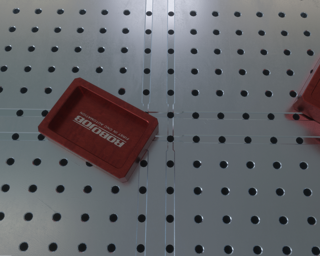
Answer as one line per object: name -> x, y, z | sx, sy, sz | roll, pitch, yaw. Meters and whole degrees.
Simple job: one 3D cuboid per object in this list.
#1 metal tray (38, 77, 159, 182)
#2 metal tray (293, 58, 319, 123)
metal tray -> -0.078, 0.001, 0.408 | 0.130, 0.030, 0.090 | 28, 72, 10
metal tray -> 0.259, -0.061, 0.432 | 0.090, 0.030, 0.130 | 32, 73, 11
